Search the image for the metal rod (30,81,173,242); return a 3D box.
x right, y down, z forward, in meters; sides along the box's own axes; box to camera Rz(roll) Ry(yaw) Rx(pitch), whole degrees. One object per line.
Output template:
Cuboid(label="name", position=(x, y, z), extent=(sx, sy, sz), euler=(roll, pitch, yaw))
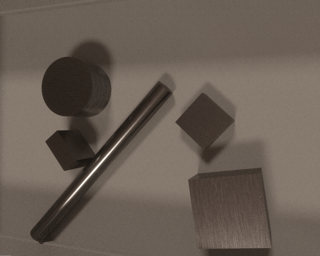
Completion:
Cuboid(label="metal rod", position=(-0.090, 0.055, 0.440), extent=(0.025, 0.025, 0.299), euler=(45, 103, 14))

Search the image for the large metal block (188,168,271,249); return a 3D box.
Cuboid(label="large metal block", position=(0.084, 0.094, 0.367), extent=(0.080, 0.050, 0.080), euler=(-9, 87, 19))

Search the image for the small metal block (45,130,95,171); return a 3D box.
Cuboid(label="small metal block", position=(-0.125, 0.030, 0.440), extent=(0.025, 0.050, 0.050), euler=(-40, 78, 15))

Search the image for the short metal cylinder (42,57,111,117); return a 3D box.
Cuboid(label="short metal cylinder", position=(-0.117, -0.055, 0.437), extent=(0.080, 0.050, 0.079), euler=(0, 90, 19))

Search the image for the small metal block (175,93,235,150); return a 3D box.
Cuboid(label="small metal block", position=(0.057, -0.008, 0.390), extent=(0.050, 0.025, 0.050), euler=(45, 104, 14))
